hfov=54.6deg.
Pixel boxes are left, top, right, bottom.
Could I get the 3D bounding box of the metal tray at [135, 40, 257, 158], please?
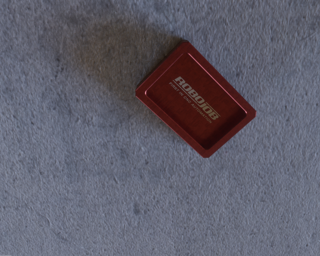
[{"bbox_3d":[0.045,-0.035,0.394,0.130,0.030,0.090,42,105,-14],"label":"metal tray"}]
